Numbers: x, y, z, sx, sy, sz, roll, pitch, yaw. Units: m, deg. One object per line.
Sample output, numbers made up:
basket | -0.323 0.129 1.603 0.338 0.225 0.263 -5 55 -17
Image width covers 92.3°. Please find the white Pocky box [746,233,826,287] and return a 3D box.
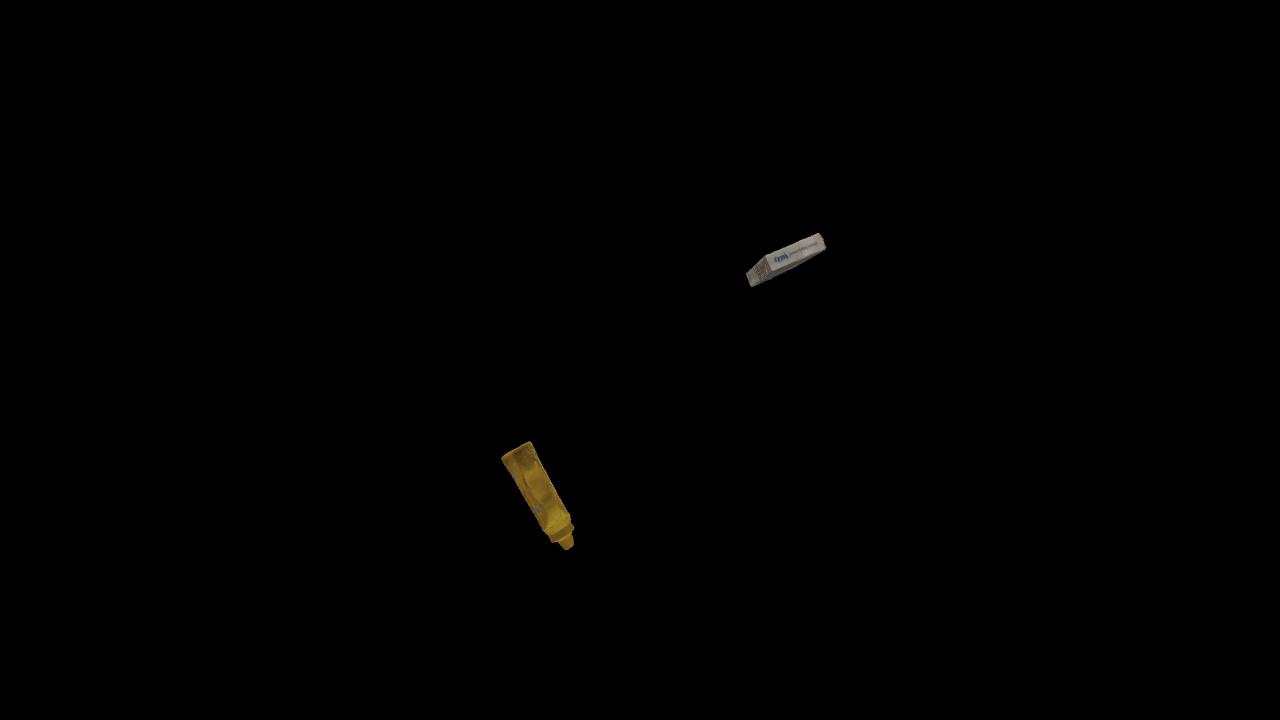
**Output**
white Pocky box | 0.208 -0.143 0.899 0.084 0.028 0.154 -24 0 0

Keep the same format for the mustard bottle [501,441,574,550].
mustard bottle | -0.158 0.223 0.993 0.054 0.184 0.092 -28 -2 -26
